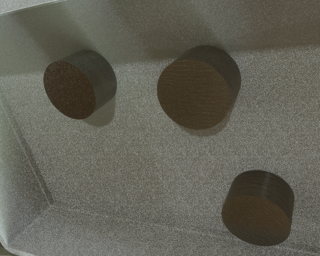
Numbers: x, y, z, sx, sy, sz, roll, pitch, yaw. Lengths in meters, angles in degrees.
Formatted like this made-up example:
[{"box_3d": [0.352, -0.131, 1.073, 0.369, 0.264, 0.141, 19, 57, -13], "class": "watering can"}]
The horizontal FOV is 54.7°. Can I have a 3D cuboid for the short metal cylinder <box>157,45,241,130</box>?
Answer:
[{"box_3d": [0.044, -0.045, 0.342, 0.080, 0.050, 0.079, 13, 124, 21], "class": "short metal cylinder"}]

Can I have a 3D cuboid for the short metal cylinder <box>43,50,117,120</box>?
[{"box_3d": [-0.105, -0.058, 0.412, 0.080, 0.050, 0.079, 13, 124, 21], "class": "short metal cylinder"}]

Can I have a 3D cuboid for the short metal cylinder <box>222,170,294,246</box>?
[{"box_3d": [0.124, 0.100, 0.389, 0.080, 0.050, 0.079, 13, 124, 21], "class": "short metal cylinder"}]
